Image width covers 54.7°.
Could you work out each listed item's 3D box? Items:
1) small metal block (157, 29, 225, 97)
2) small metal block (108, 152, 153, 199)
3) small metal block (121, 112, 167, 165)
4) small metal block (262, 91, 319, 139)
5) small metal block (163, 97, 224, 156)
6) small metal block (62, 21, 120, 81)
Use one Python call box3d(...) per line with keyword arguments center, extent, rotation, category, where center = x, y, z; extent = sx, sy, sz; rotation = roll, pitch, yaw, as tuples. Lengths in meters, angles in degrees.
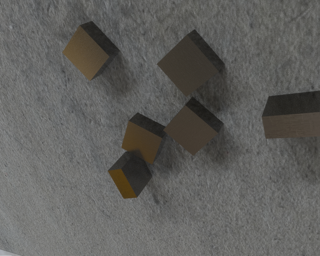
box3d(center=(0.034, -0.071, 0.344), extent=(0.050, 0.025, 0.050), rotation=(48, 129, -6), category="small metal block")
box3d(center=(-0.042, 0.067, 0.453), extent=(0.025, 0.050, 0.050), rotation=(-13, 112, 33), category="small metal block")
box3d(center=(-0.021, 0.014, 0.425), extent=(0.050, 0.025, 0.050), rotation=(27, 128, 10), category="small metal block")
box3d(center=(0.134, -0.014, 0.311), extent=(0.050, 0.050, 0.025), rotation=(-4, 116, 30), category="small metal block")
box3d(center=(0.041, -0.002, 0.383), extent=(0.050, 0.025, 0.050), rotation=(41, 129, 0), category="small metal block")
box3d(center=(-0.087, -0.097, 0.391), extent=(0.050, 0.025, 0.050), rotation=(47, 129, -5), category="small metal block")
